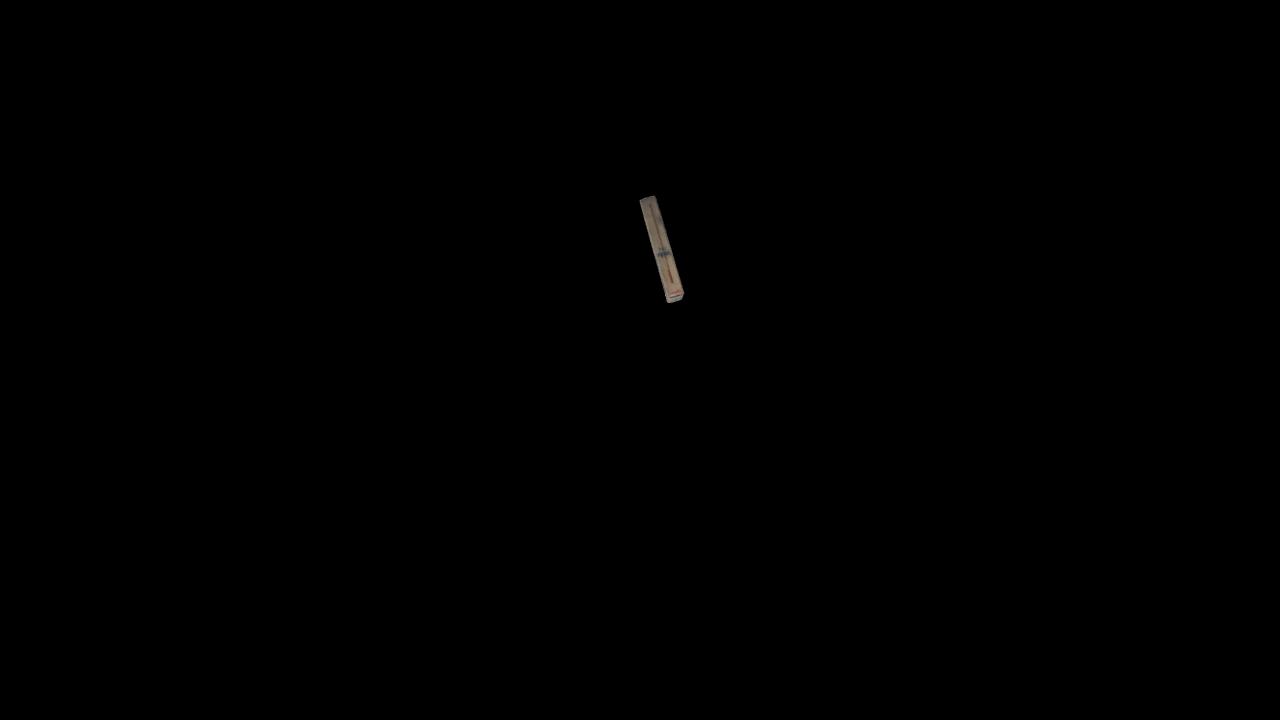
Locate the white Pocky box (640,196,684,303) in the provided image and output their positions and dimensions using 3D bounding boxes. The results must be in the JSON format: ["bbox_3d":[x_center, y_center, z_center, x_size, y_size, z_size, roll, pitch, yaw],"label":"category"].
[{"bbox_3d":[0.034,-0.167,0.942,0.028,0.154,0.084,-16,0,2],"label":"white Pocky box"}]
